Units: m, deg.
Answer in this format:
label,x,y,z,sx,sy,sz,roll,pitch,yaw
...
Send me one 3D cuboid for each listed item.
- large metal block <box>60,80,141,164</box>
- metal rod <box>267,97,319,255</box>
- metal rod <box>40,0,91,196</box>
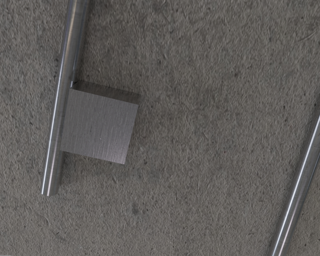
label,x,y,z,sx,sy,sz,roll,pitch,yaw
large metal block,-0.074,-0.008,0.393,0.080,0.050,0.079,13,110,-5
metal rod,0.201,0.080,0.441,0.025,0.025,0.298,8,110,-3
metal rod,-0.120,-0.046,0.391,0.025,0.025,0.298,14,109,-5
